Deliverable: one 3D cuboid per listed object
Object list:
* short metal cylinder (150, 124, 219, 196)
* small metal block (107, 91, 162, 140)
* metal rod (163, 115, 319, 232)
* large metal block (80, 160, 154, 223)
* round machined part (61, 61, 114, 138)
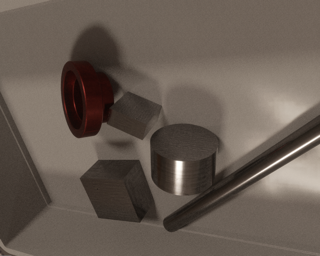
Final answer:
[{"bbox_3d":[0.029,0.036,0.379,0.080,0.080,0.050,13,124,20],"label":"short metal cylinder"},{"bbox_3d":[-0.032,-0.017,0.396,0.050,0.050,0.025,24,127,9],"label":"small metal block"},{"bbox_3d":[0.097,0.071,0.400,0.025,0.025,0.298,43,129,-2],"label":"metal rod"},{"bbox_3d":[-0.066,0.097,0.485,0.080,0.050,0.080,-4,117,29],"label":"large metal block"},{"bbox_3d":[-0.093,-0.038,0.402,0.098,0.042,0.097,22,116,54],"label":"round machined part"}]
